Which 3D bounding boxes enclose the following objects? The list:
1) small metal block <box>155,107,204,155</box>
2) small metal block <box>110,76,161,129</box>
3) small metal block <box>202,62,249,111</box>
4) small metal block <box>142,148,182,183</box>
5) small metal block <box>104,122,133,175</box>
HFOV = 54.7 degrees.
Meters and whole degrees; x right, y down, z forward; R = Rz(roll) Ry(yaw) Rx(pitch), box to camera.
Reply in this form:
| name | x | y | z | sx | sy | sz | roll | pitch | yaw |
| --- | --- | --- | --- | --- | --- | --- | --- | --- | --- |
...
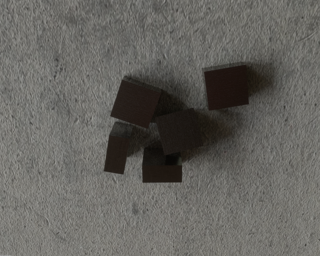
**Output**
| name | x | y | z | sx | sy | sz | roll | pitch | yaw |
| --- | --- | --- | --- | --- | --- | --- | --- | --- | --- |
| small metal block | 0.025 | 0.005 | 0.402 | 0.050 | 0.025 | 0.050 | -14 | 84 | 4 |
| small metal block | -0.031 | -0.033 | 0.397 | 0.050 | 0.025 | 0.050 | 19 | 109 | -7 |
| small metal block | 0.082 | -0.053 | 0.391 | 0.050 | 0.025 | 0.050 | -9 | 110 | 3 |
| small metal block | 0.003 | 0.049 | 0.414 | 0.050 | 0.050 | 0.025 | 0 | 112 | 0 |
| small metal block | -0.054 | 0.025 | 0.405 | 0.025 | 0.050 | 0.050 | 10 | 110 | -4 |
